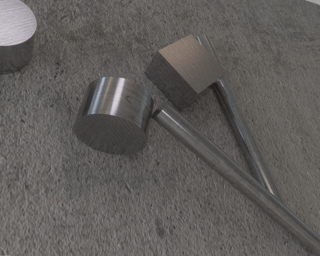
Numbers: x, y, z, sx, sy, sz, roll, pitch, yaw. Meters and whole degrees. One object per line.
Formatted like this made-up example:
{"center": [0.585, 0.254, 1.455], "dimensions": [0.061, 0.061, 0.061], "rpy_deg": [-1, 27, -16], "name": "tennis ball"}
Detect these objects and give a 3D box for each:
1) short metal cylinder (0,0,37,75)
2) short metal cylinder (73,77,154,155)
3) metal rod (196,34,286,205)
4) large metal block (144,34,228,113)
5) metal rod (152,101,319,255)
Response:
{"center": [-0.187, -0.108, 0.353], "dimensions": [0.081, 0.050, 0.080], "rpy_deg": [14, 56, -21], "name": "short metal cylinder"}
{"center": [-0.050, -0.012, 0.348], "dimensions": [0.080, 0.080, 0.050], "rpy_deg": [20, 54, -17], "name": "short metal cylinder"}
{"center": [0.116, -0.022, 0.478], "dimensions": [0.025, 0.025, 0.299], "rpy_deg": [-5, 64, -31], "name": "metal rod"}
{"center": [0.038, -0.082, 0.458], "dimensions": [0.080, 0.050, 0.080], "rpy_deg": [48, 51, 6], "name": "large metal block"}
{"center": [0.110, 0.073, 0.383], "dimensions": [0.300, 0.025, 0.025], "rpy_deg": [40, 50, -15], "name": "metal rod"}
